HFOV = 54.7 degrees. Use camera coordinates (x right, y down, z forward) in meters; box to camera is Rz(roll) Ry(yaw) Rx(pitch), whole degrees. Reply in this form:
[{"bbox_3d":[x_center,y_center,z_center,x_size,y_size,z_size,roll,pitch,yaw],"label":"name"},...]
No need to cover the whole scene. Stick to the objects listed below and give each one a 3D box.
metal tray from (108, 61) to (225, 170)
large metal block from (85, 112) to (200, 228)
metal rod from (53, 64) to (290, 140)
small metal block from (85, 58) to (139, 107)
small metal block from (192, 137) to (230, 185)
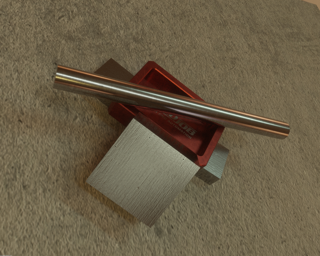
[{"bbox_3d":[0.013,-0.015,0.387,0.130,0.030,0.090,37,51,-3],"label":"metal tray"},{"bbox_3d":[-0.016,0.041,0.326,0.080,0.080,0.050,37,9,-4],"label":"large metal block"},{"bbox_3d":[0.032,-0.024,0.368,0.302,0.025,0.025,12,57,-22],"label":"metal rod"},{"bbox_3d":[-0.062,-0.057,0.407,0.050,0.025,0.050,38,51,-3],"label":"small metal block"},{"bbox_3d":[0.060,0.040,0.415,0.050,0.025,0.050,33,51,-7],"label":"small metal block"}]
